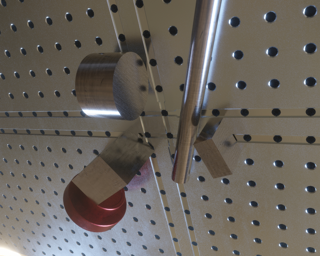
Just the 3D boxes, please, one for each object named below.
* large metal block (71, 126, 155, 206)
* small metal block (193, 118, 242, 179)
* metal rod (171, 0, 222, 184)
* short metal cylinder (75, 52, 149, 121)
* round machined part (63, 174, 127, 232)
[{"bbox_3d":[-0.066,0.053,0.441,0.050,0.080,0.080,47,129,-5],"label":"large metal block"},{"bbox_3d":[0.070,0.024,0.372,0.025,0.050,0.050,-22,107,36],"label":"small metal block"},{"bbox_3d":[0.041,-0.053,0.355,0.025,0.025,0.298,18,126,17],"label":"metal rod"},{"bbox_3d":[-0.055,-0.050,0.372,0.050,0.080,0.079,5,121,25],"label":"short metal cylinder"},{"bbox_3d":[-0.093,0.106,0.477,0.098,0.098,0.042,41,122,-1],"label":"round machined part"}]
